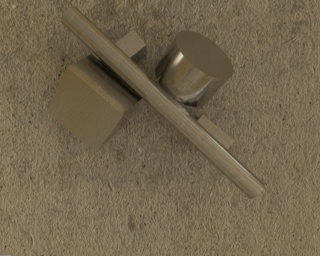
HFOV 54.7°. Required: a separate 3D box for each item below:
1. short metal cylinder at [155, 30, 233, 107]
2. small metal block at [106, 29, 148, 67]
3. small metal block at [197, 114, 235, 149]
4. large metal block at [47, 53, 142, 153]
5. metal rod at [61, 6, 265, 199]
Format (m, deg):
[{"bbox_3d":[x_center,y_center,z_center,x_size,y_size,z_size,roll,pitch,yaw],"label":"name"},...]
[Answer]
[{"bbox_3d":[0.041,-0.072,0.378,0.080,0.080,0.050,39,131,0],"label":"short metal cylinder"},{"bbox_3d":[-0.044,-0.095,0.398,0.050,0.050,0.025,-39,90,0],"label":"small metal block"},{"bbox_3d":[0.063,0.009,0.396,0.050,0.050,0.025,41,90,-1],"label":"small metal block"},{"bbox_3d":[-0.080,-0.030,0.380,0.080,0.050,0.080,41,130,-1],"label":"large metal block"},{"bbox_3d":[0.004,-0.029,0.361,0.300,0.025,0.025,43,90,-1],"label":"metal rod"}]
